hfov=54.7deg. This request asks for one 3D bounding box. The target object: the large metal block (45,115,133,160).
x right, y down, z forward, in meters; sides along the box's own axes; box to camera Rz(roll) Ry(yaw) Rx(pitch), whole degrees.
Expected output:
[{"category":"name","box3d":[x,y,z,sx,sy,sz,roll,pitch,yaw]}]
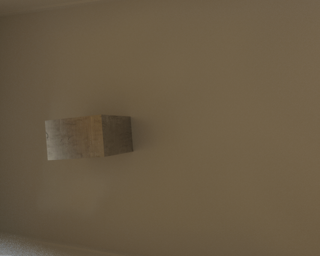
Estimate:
[{"category":"large metal block","box3d":[-0.091,0.012,0.412,0.080,0.080,0.050,-5,89,19]}]
